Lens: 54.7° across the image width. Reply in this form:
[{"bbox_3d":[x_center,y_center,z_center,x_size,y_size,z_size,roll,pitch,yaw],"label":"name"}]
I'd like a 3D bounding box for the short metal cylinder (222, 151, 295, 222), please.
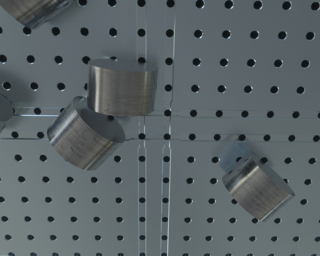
[{"bbox_3d":[0.131,0.077,0.414,0.080,0.080,0.050,37,106,-13],"label":"short metal cylinder"}]

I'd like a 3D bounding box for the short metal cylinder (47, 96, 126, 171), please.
[{"bbox_3d":[-0.090,0.006,0.385,0.080,0.080,0.050,41,105,-14],"label":"short metal cylinder"}]

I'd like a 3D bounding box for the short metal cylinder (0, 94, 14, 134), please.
[{"bbox_3d":[-0.230,-0.017,0.375,0.080,0.080,0.050,37,106,-13],"label":"short metal cylinder"}]

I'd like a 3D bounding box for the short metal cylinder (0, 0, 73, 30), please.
[{"bbox_3d":[-0.139,-0.153,0.326,0.050,0.080,0.080,-32,107,11],"label":"short metal cylinder"}]

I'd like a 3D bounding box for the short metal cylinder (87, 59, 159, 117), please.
[{"bbox_3d":[-0.044,-0.050,0.365,0.081,0.080,0.050,5,110,-3],"label":"short metal cylinder"}]
